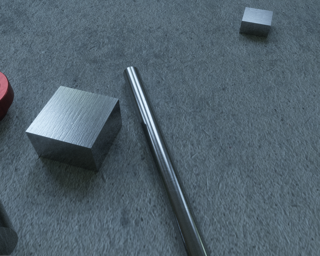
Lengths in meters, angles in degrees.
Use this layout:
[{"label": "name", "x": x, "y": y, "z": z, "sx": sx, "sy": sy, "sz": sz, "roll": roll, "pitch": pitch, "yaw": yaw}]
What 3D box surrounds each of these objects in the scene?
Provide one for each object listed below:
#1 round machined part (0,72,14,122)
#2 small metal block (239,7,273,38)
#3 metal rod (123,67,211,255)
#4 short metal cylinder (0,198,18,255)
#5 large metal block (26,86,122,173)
[{"label": "round machined part", "x": -0.248, "y": -0.034, "z": 0.417, "sx": 0.099, "sy": 0.042, "sz": 0.098, "roll": 0, "pitch": 50, "yaw": 0}, {"label": "small metal block", "x": 0.177, "y": -0.195, "z": 0.569, "sx": 0.050, "sy": 0.025, "sz": 0.050, "roll": 14, "pitch": 51, "yaw": 11}, {"label": "metal rod", "x": -0.002, "y": 0.026, "z": 0.380, "sx": 0.025, "sy": 0.025, "sz": 0.300, "roll": -13, "pitch": 51, "yaw": -11}, {"label": "short metal cylinder", "x": -0.181, "y": 0.099, "z": 0.282, "sx": 0.081, "sy": 0.080, "sz": 0.050, "roll": -30, "pitch": 57, "yaw": -23}, {"label": "large metal block", "x": -0.102, "y": 0.000, "z": 0.386, "sx": 0.080, "sy": 0.050, "sz": 0.080, "roll": 13, "pitch": 51, "yaw": 10}]
